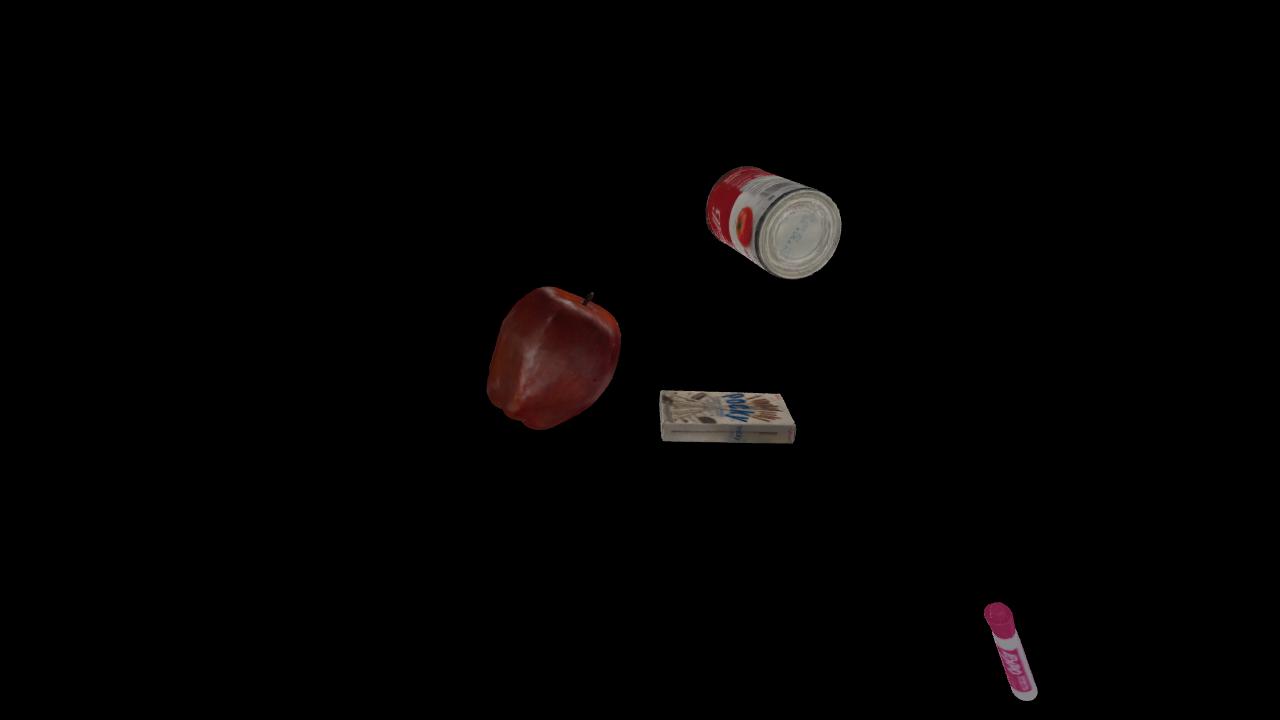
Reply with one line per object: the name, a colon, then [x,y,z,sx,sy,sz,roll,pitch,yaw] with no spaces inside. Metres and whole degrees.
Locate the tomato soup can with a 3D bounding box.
tomato soup can: [0.100,-0.107,0.473,0.068,0.068,0.101,0,25,-18]

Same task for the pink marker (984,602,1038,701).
pink marker: [0.290,0.228,0.479,0.020,0.121,0.020,-24,29,14]

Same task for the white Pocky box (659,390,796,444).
white Pocky box: [0.101,0.068,0.737,0.154,0.028,0.084,1,24,-1]

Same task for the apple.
apple: [-0.053,-0.002,0.390,0.079,0.093,0.079,31,7,-4]
